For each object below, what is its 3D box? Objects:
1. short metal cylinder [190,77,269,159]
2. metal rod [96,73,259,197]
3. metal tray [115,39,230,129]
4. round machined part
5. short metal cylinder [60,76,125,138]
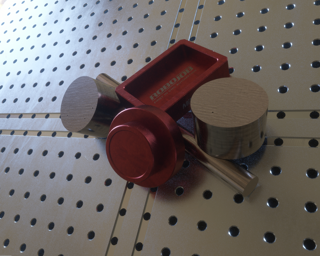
[{"bbox_3d":[0.077,-0.012,0.344,0.080,0.050,0.080,-7,45,7],"label":"short metal cylinder"},{"bbox_3d":[0.000,-0.009,0.414,0.025,0.025,0.300,-49,51,-6],"label":"metal rod"},{"bbox_3d":[0.017,-0.061,0.415,0.131,0.030,0.090,-40,50,-17],"label":"metal tray"},{"bbox_3d":[-0.024,0.025,0.360,0.098,0.042,0.097,11,110,31],"label":"round machined part"},{"bbox_3d":[-0.097,-0.029,0.446,0.080,0.050,0.080,-11,72,36],"label":"short metal cylinder"}]
